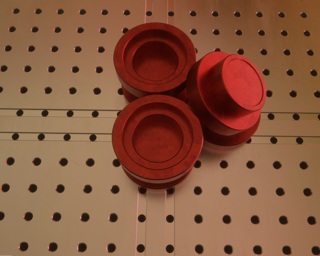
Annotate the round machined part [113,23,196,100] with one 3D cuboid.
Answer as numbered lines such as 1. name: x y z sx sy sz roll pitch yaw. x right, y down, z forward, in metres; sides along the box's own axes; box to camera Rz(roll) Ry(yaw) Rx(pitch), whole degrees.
1. round machined part: -0.006 -0.078 0.386 0.099 0.042 0.098 0 70 0

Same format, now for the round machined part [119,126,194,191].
1. round machined part: -0.003 0.029 0.393 0.099 0.042 0.098 0 70 0

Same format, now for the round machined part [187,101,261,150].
1. round machined part: 0.085 -0.023 0.412 0.099 0.042 0.098 0 70 0

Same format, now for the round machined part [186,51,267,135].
1. round machined part: 0.081 -0.044 0.352 0.099 0.042 0.098 12 66 -30

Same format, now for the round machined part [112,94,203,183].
1. round machined part: -0.003 0.014 0.352 0.099 0.042 0.098 0 70 0

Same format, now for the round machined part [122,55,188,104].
1. round machined part: -0.004 -0.064 0.427 0.099 0.042 0.098 0 70 0
